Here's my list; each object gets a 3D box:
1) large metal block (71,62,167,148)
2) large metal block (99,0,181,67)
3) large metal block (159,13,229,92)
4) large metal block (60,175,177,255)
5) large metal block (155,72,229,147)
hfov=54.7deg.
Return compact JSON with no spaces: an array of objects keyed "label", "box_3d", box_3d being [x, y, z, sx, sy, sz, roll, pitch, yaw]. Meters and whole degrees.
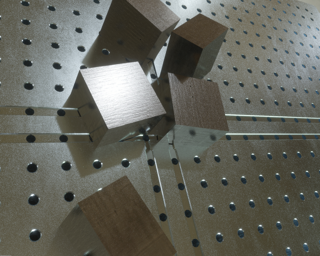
[{"label":"large metal block","box_3d":[-0.052,-0.031,0.384,0.081,0.050,0.080,-17,71,-35]},{"label":"large metal block","box_3d":[-0.031,-0.146,0.447,0.080,0.080,0.050,42,51,0]},{"label":"large metal block","box_3d":[0.050,-0.112,0.463,0.050,0.079,0.080,34,49,14]},{"label":"large metal block","box_3d":[-0.043,0.102,0.289,0.050,0.080,0.080,-27,77,-37]},{"label":"large metal block","box_3d":[0.041,-0.023,0.430,0.081,0.050,0.080,7,59,-25]}]
